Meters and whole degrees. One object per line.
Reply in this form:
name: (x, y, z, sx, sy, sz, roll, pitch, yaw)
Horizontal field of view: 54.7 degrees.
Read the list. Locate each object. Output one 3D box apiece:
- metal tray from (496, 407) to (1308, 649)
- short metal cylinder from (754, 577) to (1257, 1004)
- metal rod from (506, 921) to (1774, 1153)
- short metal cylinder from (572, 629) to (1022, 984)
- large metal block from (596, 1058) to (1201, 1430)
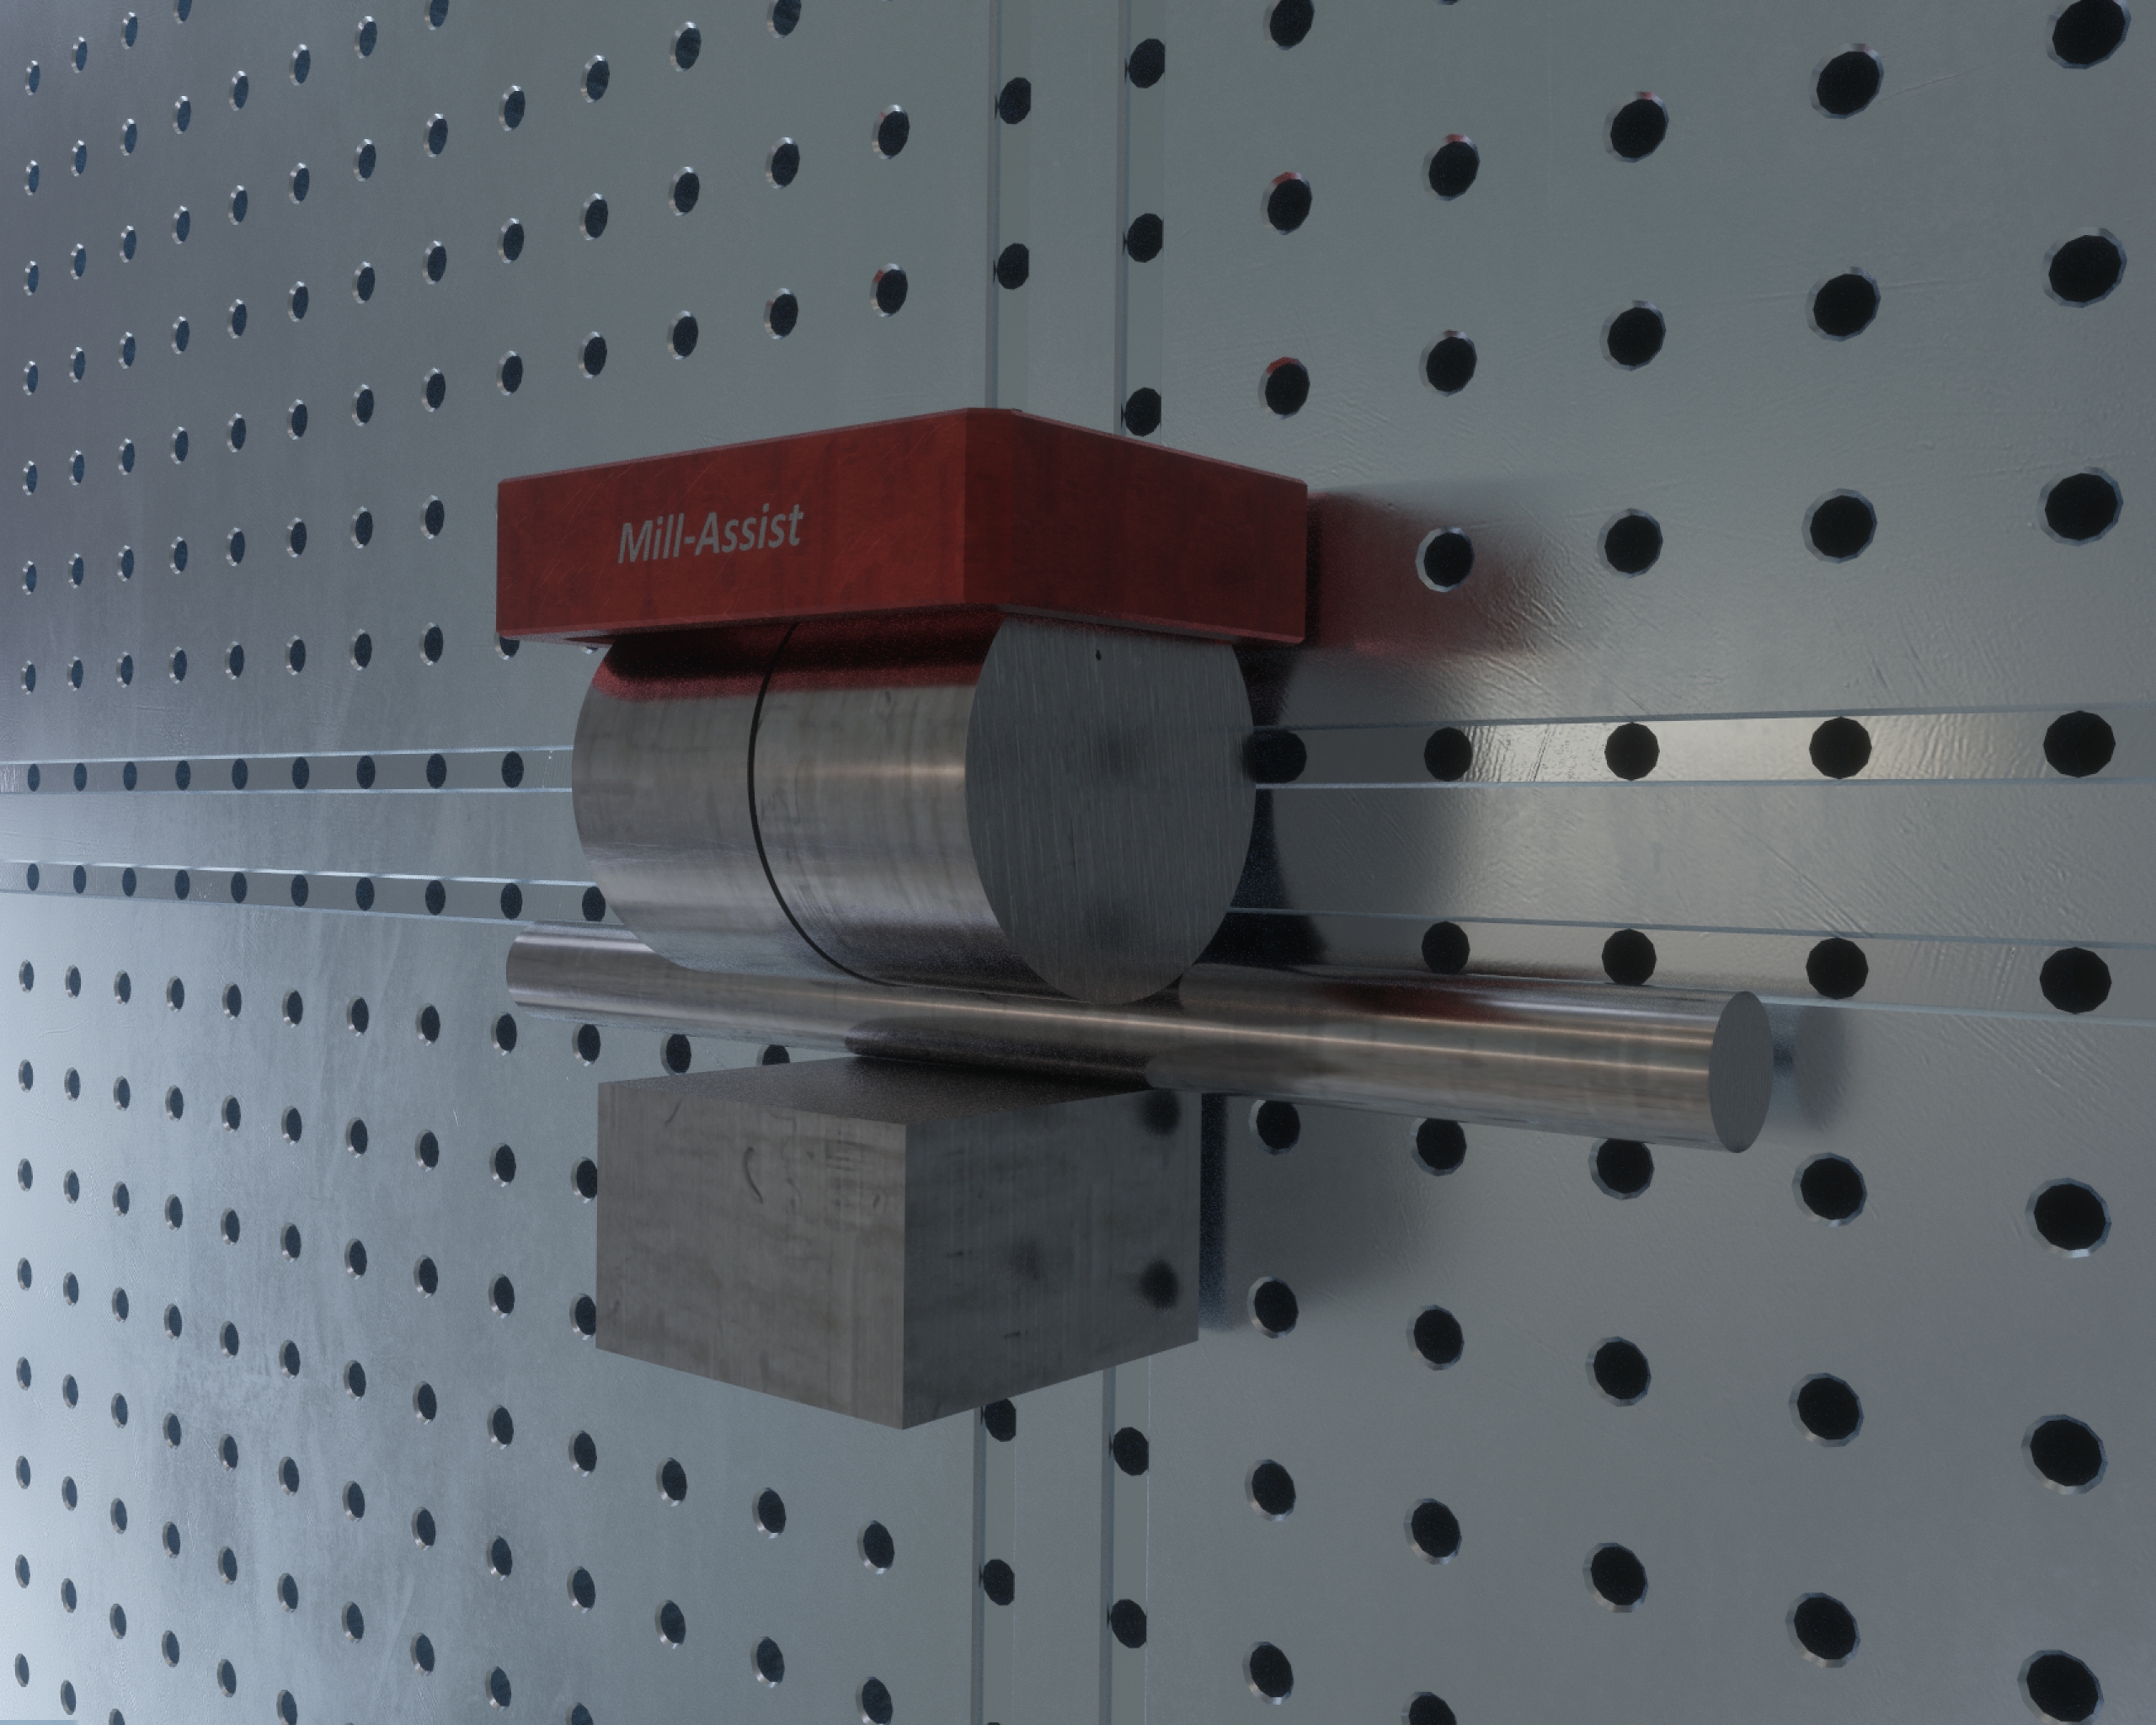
metal tray: (-0.034, -0.056, 0.390, 0.130, 0.091, 0.030, 2, 91, 40)
short metal cylinder: (-0.011, -0.016, 0.379, 0.050, 0.081, 0.079, 2, 92, 40)
metal rod: (-0.014, 0.029, 0.415, 0.300, 0.025, 0.025, 2, 91, 40)
short metal cylinder: (-0.051, -0.016, 0.412, 0.050, 0.081, 0.079, 1, 91, 40)
large metal block: (-0.033, 0.067, 0.395, 0.080, 0.081, 0.050, 1, 91, 40)
